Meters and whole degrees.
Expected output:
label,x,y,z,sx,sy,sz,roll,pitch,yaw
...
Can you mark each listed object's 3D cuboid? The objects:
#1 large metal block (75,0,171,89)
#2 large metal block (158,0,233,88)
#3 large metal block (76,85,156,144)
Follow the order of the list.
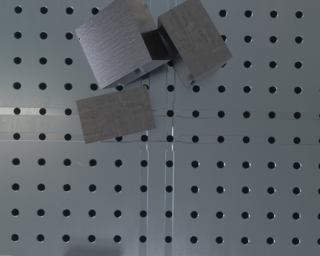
label,x,y,z,sx,sy,sz,roll,pitch,yaw
large metal block,-0.046,-0.103,0.384,0.080,0.050,0.080,-23,90,29
large metal block,0.039,-0.101,0.385,0.050,0.080,0.080,-31,90,-2
large metal block,-0.049,-0.015,0.386,0.080,0.080,0.050,-12,90,0
